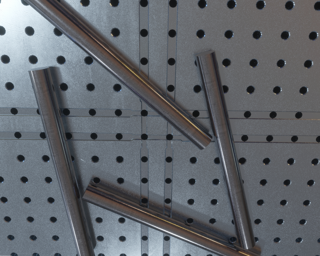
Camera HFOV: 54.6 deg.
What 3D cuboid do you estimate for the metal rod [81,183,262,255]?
[{"bbox_3d":[0.027,0.154,0.470,0.301,0.025,0.025,25,108,-9],"label":"metal rod"}]

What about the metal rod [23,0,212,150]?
[{"bbox_3d":[-0.050,-0.074,0.385,0.300,0.025,0.025,40,105,-14],"label":"metal rod"}]

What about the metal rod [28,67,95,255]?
[{"bbox_3d":[-0.132,0.065,0.436,0.025,0.025,0.298,-7,110,2],"label":"metal rod"}]

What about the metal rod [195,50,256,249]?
[{"bbox_3d":[0.095,0.043,0.429,0.025,0.025,0.299,-15,110,5],"label":"metal rod"}]
